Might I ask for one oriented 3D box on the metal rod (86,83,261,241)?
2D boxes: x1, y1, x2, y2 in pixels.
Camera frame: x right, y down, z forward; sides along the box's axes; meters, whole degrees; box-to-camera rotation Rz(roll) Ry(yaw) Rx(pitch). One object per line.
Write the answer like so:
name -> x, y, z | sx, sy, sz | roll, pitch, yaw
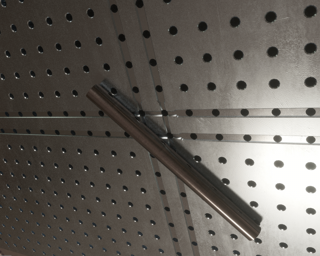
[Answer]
metal rod -> 0.019, 0.047, 0.428 | 0.300, 0.025, 0.025 | 42, 129, -1
